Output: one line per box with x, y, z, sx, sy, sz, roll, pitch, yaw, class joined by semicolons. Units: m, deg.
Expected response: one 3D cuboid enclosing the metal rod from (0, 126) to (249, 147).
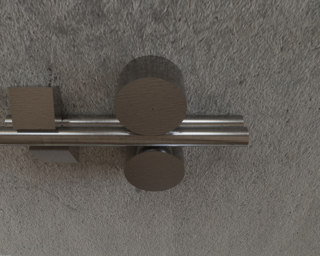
-0.044;0.010;0.384;0.302;0.025;0.025;0;130;0;metal rod

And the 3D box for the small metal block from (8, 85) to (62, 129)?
-0.149;-0.025;0.373;0.050;0.025;0.050;0;103;0;small metal block

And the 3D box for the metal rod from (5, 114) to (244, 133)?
-0.045;-0.005;0.404;0.302;0.025;0.025;0;130;-1;metal rod

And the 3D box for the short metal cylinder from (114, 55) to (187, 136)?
-0.010;-0.037;0.360;0.081;0.050;0.079;0;130;0;short metal cylinder

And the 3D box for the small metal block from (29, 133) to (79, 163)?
-0.140;0.028;0.418;0.050;0.025;0.050;0;157;-1;small metal block

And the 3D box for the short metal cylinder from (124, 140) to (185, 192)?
-0.007;0.043;0.429;0.081;0.050;0.079;0;130;0;short metal cylinder
